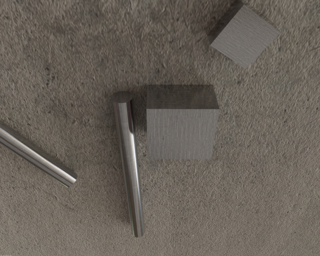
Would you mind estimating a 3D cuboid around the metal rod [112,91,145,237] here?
[{"bbox_3d":[-0.043,0.076,0.471,0.025,0.025,0.298,-1,130,0],"label":"metal rod"}]

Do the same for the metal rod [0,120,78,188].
[{"bbox_3d":[-0.226,-0.010,0.394,0.025,0.025,0.300,-30,124,23],"label":"metal rod"}]

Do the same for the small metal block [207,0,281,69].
[{"bbox_3d":[0.086,-0.099,0.325,0.050,0.025,0.050,27,125,-22],"label":"small metal block"}]

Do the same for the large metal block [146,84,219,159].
[{"bbox_3d":[0.025,-0.007,0.386,0.081,0.050,0.079,0,130,-1],"label":"large metal block"}]
